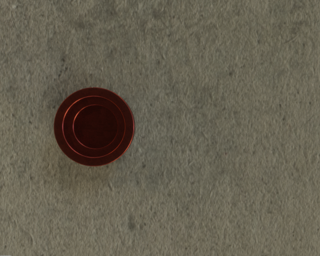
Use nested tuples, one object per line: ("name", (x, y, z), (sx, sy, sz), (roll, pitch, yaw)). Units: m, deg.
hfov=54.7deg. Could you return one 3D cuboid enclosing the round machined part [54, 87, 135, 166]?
("round machined part", (-0.081, -0.002, 0.400), (0.099, 0.042, 0.097), (0, 90, -1))
